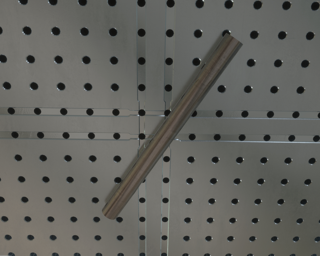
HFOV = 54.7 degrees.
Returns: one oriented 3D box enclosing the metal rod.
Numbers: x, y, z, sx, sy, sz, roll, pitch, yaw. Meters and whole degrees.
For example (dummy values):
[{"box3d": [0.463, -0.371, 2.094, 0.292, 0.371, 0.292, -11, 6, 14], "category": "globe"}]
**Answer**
[{"box3d": [0.008, 0.009, 0.416, 0.025, 0.025, 0.299, 32, 107, -11], "category": "metal rod"}]
